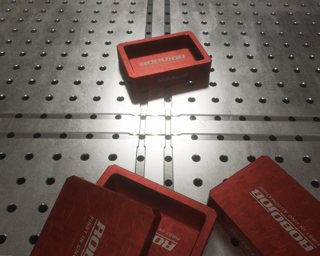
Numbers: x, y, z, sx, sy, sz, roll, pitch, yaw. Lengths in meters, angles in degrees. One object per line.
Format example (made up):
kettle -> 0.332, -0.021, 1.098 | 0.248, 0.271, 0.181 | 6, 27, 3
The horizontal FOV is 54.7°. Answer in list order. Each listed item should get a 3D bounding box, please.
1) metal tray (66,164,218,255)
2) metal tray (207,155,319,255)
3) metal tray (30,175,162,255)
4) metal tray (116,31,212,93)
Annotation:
metal tray -> -0.018, 0.102, 0.318 | 0.130, 0.030, 0.090 | 21, 53, 16
metal tray -> 0.124, 0.099, 0.323 | 0.091, 0.030, 0.130 | -28, 56, -22
metal tray -> -0.064, 0.118, 0.271 | 0.090, 0.030, 0.130 | 19, 76, 16
metal tray -> 0.005, -0.109, 0.495 | 0.131, 0.030, 0.090 | -14, 52, -12
